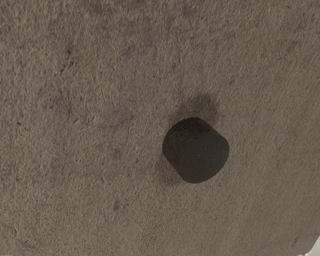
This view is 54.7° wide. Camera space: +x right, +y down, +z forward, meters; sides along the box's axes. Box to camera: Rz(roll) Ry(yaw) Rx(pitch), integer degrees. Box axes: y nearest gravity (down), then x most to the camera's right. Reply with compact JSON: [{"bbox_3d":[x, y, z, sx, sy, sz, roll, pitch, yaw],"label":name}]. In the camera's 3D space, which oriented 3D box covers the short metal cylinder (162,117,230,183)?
[{"bbox_3d":[0.050,0.031,0.440,0.081,0.050,0.079,-14,125,-21],"label":"short metal cylinder"}]
